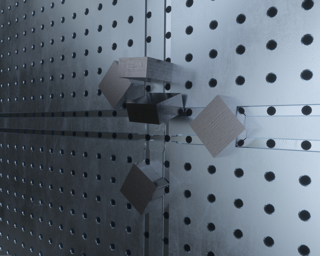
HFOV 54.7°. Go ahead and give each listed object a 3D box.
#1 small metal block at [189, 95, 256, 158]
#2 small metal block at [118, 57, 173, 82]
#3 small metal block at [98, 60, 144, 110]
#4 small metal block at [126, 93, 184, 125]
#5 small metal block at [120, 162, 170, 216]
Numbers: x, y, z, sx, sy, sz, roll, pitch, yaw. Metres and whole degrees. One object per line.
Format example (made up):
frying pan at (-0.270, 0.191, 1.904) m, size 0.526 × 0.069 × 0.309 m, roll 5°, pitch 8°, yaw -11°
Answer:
small metal block at (0.069, -0.002, 0.351) m, size 0.050 × 0.025 × 0.050 m, roll -48°, pitch 62°, yaw 29°
small metal block at (-0.019, -0.076, 0.407) m, size 0.050 × 0.050 × 0.025 m, roll 8°, pitch 95°, yaw 39°
small metal block at (-0.058, -0.062, 0.455) m, size 0.050 × 0.025 × 0.050 m, roll -51°, pitch 60°, yaw 27°
small metal block at (-0.006, -0.026, 0.393) m, size 0.050 × 0.050 × 0.025 m, roll 6°, pitch 114°, yaw 39°
small metal block at (-0.022, 0.082, 0.426) m, size 0.050 × 0.025 × 0.050 m, roll 41°, pitch 114°, yaw 32°
